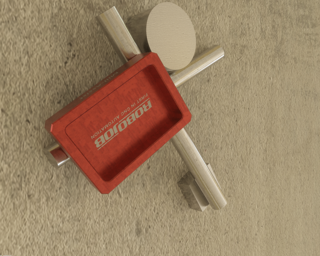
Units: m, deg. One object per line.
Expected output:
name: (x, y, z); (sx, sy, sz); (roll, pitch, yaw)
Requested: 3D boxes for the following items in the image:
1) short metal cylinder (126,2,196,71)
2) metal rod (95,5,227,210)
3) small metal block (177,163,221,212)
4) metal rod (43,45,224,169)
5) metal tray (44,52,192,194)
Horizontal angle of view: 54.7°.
short metal cylinder: (-0.001, -0.110, 0.390); (0.081, 0.050, 0.079); (0, 90, -40)
metal rod: (0.014, -0.007, 0.388); (0.025, 0.025, 0.299); (-47, 118, -30)
small metal block: (0.059, 0.086, 0.458); (0.050, 0.025, 0.050); (-41, 115, -32)
metal rod: (-0.011, -0.044, 0.399); (0.302, 0.025, 0.025); (-37, 113, -34)
metal tray: (-0.037, -0.007, 0.323); (0.131, 0.030, 0.090); (-41, 115, -20)
